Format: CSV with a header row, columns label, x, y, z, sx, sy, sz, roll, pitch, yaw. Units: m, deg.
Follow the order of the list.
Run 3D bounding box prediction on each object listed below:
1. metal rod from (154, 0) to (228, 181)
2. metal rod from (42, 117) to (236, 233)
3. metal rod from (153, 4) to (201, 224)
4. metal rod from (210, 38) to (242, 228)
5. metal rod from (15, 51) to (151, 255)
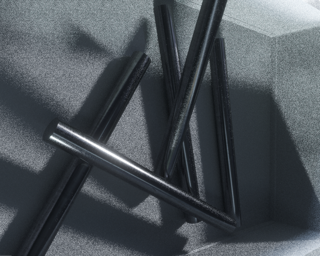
label,x,y,z,sx,sy,sz,roll,pitch,yaw
metal rod,0.036,-0.055,0.357,0.025,0.025,0.298,-2,116,-40
metal rod,0.000,0.072,0.372,0.301,0.025,0.025,35,69,-35
metal rod,0.027,-0.013,0.428,0.025,0.025,0.298,-15,100,-39
metal rod,0.104,0.011,0.493,0.025,0.025,0.298,-12,98,-39
metal rod,-0.084,0.039,0.335,0.025,0.025,0.300,40,66,-33
